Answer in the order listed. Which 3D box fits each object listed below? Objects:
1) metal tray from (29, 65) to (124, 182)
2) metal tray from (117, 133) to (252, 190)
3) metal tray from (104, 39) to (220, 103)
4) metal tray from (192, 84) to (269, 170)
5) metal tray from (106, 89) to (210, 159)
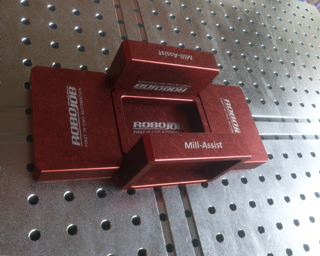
[{"bbox_3d":[-0.099,-0.007,0.357,0.091,0.030,0.130,1,61,-28],"label":"metal tray"},{"bbox_3d":[0.027,0.039,0.357,0.131,0.090,0.030,1,62,-28],"label":"metal tray"},{"bbox_3d":[0.001,-0.067,0.409,0.131,0.090,0.030,1,62,-28],"label":"metal tray"},{"bbox_3d":[0.098,-0.004,0.460,0.091,0.030,0.130,1,61,-29],"label":"metal tray"},{"bbox_3d":[0.002,-0.001,0.405,0.131,0.030,0.090,1,61,-28],"label":"metal tray"}]
